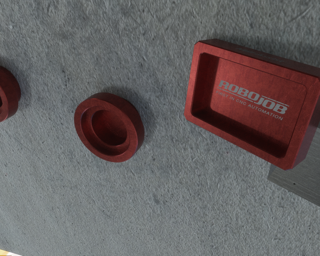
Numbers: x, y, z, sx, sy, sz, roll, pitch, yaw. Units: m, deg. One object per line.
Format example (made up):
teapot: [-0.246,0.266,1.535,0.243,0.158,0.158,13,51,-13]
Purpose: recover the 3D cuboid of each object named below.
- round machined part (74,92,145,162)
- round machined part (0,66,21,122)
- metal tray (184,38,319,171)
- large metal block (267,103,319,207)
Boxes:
round machined part: [-0.065,-0.004,0.426,0.098,0.042,0.097,13,124,20]
round machined part: [-0.264,-0.061,0.494,0.098,0.042,0.097,13,124,20]
metal tray: [0.086,-0.028,0.304,0.130,0.030,0.089,30,126,37]
large metal block: [0.171,0.032,0.320,0.080,0.050,0.079,28,128,10]
